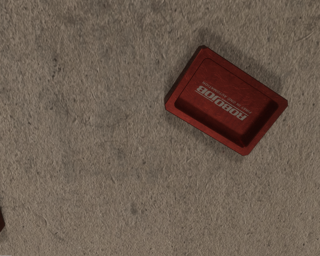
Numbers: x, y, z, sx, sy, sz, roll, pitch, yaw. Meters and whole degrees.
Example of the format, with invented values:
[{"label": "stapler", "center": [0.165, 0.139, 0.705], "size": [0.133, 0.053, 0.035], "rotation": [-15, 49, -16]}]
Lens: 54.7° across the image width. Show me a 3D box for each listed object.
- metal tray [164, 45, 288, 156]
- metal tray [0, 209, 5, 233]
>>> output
[{"label": "metal tray", "center": [0.082, -0.033, 0.396], "size": [0.130, 0.030, 0.090], "rotation": [30, 107, -11]}, {"label": "metal tray", "center": [-0.286, 0.101, 0.440], "size": [0.091, 0.030, 0.129], "rotation": [-4, 110, 1]}]
